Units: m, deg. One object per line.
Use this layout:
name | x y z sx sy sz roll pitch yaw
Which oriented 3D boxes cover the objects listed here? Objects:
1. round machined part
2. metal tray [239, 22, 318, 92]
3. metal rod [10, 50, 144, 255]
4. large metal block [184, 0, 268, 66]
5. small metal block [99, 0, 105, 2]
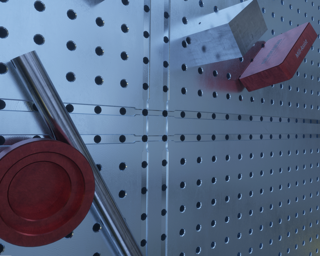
round machined part | -0.117 0.058 0.297 0.099 0.042 0.097 -3 96 -35
metal tray | 0.206 -0.123 0.539 0.030 0.090 0.130 49 60 -16
metal rod | -0.076 0.060 0.346 0.025 0.025 0.299 -37 113 -34
large metal block | 0.097 -0.140 0.457 0.080 0.080 0.050 -46 118 -30
small metal block | -0.069 -0.183 0.352 0.050 0.025 0.050 35 68 -35
